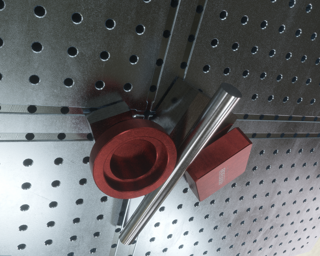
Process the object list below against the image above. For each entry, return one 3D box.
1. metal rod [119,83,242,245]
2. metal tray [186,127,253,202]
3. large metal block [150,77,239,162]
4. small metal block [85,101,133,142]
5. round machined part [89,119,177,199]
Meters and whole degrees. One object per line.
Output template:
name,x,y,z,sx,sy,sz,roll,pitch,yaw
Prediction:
metal rod,0.010,0.067,0.402,0.025,0.025,0.298,6,131,-31
metal tray,0.084,0.058,0.453,0.090,0.030,0.130,-33,154,-6
large metal block,0.041,-0.007,0.409,0.080,0.050,0.080,25,105,-37
small metal block,-0.058,0.001,0.377,0.050,0.025,0.050,-20,126,-17
round machined part,-0.033,0.032,0.362,0.099,0.042,0.097,-12,124,-18
